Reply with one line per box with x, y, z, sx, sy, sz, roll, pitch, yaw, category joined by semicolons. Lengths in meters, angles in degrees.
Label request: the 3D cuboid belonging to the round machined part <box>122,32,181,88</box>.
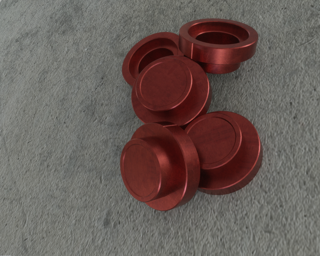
-0.002;-0.087;0.448;0.098;0.042;0.098;-13;56;20;round machined part

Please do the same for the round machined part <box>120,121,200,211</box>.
-0.007;0.043;0.338;0.098;0.042;0.097;8;101;47;round machined part

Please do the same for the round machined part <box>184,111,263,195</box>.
0.062;0.022;0.348;0.098;0.042;0.098;-13;56;20;round machined part

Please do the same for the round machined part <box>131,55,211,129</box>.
0.010;-0.045;0.373;0.098;0.042;0.098;-6;71;17;round machined part

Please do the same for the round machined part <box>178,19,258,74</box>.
0.073;-0.104;0.401;0.099;0.042;0.098;0;39;0;round machined part
